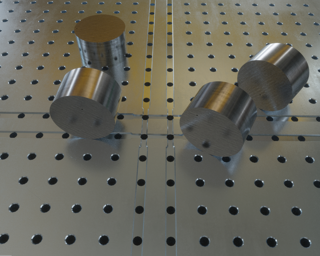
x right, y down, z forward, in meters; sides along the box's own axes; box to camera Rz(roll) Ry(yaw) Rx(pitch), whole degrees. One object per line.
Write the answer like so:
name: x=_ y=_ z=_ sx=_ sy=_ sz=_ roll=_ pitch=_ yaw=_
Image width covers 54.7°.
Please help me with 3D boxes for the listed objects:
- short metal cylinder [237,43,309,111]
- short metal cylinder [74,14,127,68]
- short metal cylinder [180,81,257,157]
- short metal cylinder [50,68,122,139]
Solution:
short metal cylinder: x=0.157 y=-0.070 z=0.432 sx=0.080 sy=0.080 sz=0.050 roll=34 pitch=58 yaw=25
short metal cylinder: x=-0.095 y=-0.144 z=0.511 sx=0.081 sy=0.050 sz=0.080 roll=0 pitch=50 yaw=0
short metal cylinder: x=0.071 y=-0.010 z=0.381 sx=0.080 sy=0.080 sz=0.050 roll=23 pitch=54 yaw=18
short metal cylinder: x=-0.093 y=-0.030 z=0.396 sx=0.080 sy=0.080 sz=0.050 roll=4 pitch=50 yaw=3
